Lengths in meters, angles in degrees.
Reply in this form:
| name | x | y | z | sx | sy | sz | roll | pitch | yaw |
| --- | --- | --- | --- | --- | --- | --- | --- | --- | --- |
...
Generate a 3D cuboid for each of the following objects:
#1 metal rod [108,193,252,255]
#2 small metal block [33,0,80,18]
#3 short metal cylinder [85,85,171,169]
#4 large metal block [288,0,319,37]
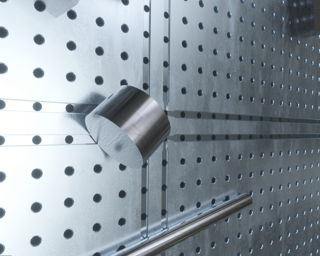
| name | x | y | z | sx | sy | sz | roll | pitch | yaw |
| --- | --- | --- | --- | --- | --- | --- | --- | --- | --- |
| metal rod | 0.035 | 0.146 | 0.441 | 0.302 | 0.025 | 0.025 | -10 | 97 | -40 |
| small metal block | -0.108 | -0.140 | 0.303 | 0.050 | 0.050 | 0.025 | 34 | 69 | -35 |
| short metal cylinder | -0.036 | -0.001 | 0.345 | 0.050 | 0.080 | 0.080 | -48 | 119 | -29 |
| large metal block | 0.323 | -0.242 | 0.668 | 0.081 | 0.050 | 0.079 | -12 | 98 | -40 |
